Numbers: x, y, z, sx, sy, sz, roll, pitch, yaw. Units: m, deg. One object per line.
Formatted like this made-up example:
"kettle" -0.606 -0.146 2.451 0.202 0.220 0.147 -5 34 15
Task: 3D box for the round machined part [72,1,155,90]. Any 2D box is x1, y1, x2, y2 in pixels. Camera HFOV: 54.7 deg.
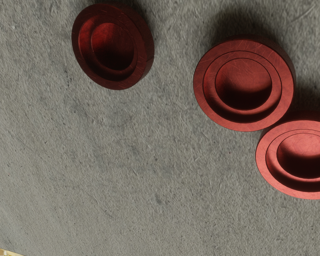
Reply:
"round machined part" -0.050 -0.097 0.362 0.098 0.042 0.097 13 124 21

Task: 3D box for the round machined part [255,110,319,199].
"round machined part" 0.155 0.024 0.329 0.098 0.042 0.097 13 124 21

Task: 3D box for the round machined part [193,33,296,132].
"round machined part" 0.087 -0.048 0.320 0.098 0.042 0.097 13 124 21
